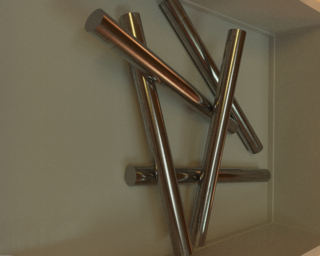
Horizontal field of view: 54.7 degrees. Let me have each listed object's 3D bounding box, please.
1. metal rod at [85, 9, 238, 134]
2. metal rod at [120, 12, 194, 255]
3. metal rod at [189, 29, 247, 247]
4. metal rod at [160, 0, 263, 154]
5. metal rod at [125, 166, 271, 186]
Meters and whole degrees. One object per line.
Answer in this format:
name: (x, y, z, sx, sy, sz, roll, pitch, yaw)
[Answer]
metal rod: (0.028, -0.050, 0.397, 0.301, 0.025, 0.025, 29, 72, -48)
metal rod: (-0.004, 0.009, 0.380, 0.025, 0.025, 0.298, -14, 91, -40)
metal rod: (0.078, 0.014, 0.429, 0.025, 0.025, 0.298, 10, 92, -40)
metal rod: (0.091, -0.068, 0.485, 0.300, 0.025, 0.025, 52, 59, -27)
metal rod: (0.079, 0.073, 0.475, 0.302, 0.025, 0.025, 7, 86, -40)
